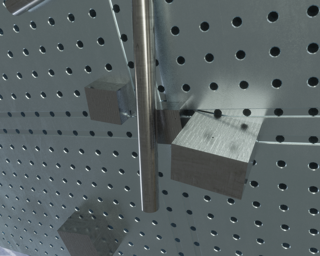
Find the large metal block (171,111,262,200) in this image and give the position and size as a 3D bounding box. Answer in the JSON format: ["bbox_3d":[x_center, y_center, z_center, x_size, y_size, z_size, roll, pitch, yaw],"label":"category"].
[{"bbox_3d":[0.066,0.027,0.358,0.080,0.080,0.050,14,124,21],"label":"large metal block"}]

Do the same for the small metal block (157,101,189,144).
[{"bbox_3d":[0.010,-0.007,0.402,0.050,0.025,0.050,3,120,27],"label":"small metal block"}]

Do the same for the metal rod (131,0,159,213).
[{"bbox_3d":[-0.016,-0.030,0.371,0.025,0.025,0.298,8,113,24],"label":"metal rod"}]

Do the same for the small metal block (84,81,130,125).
[{"bbox_3d":[-0.072,-0.035,0.427,0.050,0.025,0.050,10,123,23],"label":"small metal block"}]

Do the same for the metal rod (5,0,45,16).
[{"bbox_3d":[-0.070,-0.186,0.333,0.300,0.025,0.025,-11,113,32],"label":"metal rod"}]

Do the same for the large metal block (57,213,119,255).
[{"bbox_3d":[-0.138,0.215,0.601,0.080,0.050,0.080,-4,117,30],"label":"large metal block"}]
